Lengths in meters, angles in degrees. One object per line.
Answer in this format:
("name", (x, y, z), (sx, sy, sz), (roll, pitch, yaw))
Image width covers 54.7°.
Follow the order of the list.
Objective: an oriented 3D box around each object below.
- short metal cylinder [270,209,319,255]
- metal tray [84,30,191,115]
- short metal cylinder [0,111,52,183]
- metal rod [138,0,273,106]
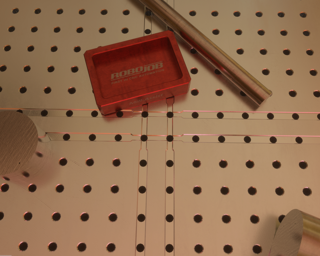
("short metal cylinder", (0.159, 0.135, 0.334), (0.050, 0.080, 0.080), (22, 72, 8))
("metal tray", (-0.032, -0.080, 0.437), (0.131, 0.030, 0.090), (-16, 71, -6))
("short metal cylinder", (-0.184, 0.025, 0.388), (0.081, 0.050, 0.080), (0, 70, 0))
("metal rod", (0.043, -0.142, 0.463), (0.025, 0.025, 0.300), (-41, 75, -14))
